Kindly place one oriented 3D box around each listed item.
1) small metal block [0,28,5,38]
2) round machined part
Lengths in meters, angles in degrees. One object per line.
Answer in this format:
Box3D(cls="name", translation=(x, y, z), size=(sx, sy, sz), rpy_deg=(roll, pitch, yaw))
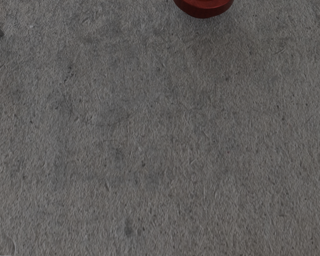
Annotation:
Box3D(cls="small metal block", translation=(-0.263, -0.143, 0.444), size=(0.050, 0.050, 0.025), rpy_deg=(-40, 75, -13))
Box3D(cls="round machined part", translation=(0.066, -0.209, 0.476), size=(0.099, 0.042, 0.098), rpy_deg=(0, 70, -1))
